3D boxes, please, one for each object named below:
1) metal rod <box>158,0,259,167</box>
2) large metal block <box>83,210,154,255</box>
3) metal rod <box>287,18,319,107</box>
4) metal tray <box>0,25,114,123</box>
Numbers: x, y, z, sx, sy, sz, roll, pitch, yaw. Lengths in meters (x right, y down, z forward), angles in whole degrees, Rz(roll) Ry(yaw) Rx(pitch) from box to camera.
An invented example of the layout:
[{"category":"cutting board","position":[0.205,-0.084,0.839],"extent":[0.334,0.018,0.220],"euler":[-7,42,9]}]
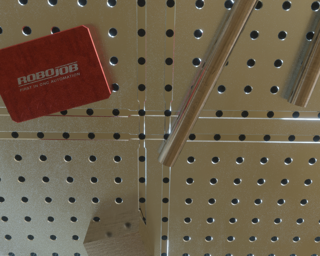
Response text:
[{"category":"metal rod","position":[0.069,-0.081,0.384],"extent":[0.025,0.025,0.298],"euler":[23,108,-9]},{"category":"large metal block","position":[-0.058,0.179,0.465],"extent":[0.080,0.050,0.080],"euler":[-14,110,5]},{"category":"metal rod","position":[0.214,-0.167,0.354],"extent":[0.025,0.025,0.298],"euler":[13,110,-5]},{"category":"metal tray","position":[-0.134,-0.066,0.384],"extent":[0.131,0.030,0.089],"euler":[-15,110,5]}]
